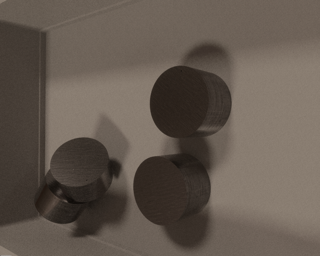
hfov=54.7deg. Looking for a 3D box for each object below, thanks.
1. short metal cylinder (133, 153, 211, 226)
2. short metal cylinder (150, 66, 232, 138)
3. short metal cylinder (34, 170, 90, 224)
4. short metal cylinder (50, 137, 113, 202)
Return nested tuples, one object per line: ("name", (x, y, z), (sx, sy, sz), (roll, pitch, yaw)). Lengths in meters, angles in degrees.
("short metal cylinder", (0.014, 0.072, 0.377), (0.080, 0.050, 0.079), (0, 90, 39))
("short metal cylinder", (0.035, -0.029, 0.360), (0.080, 0.050, 0.079), (0, 90, 39))
("short metal cylinder", (-0.150, 0.103, 0.492), (0.080, 0.081, 0.050), (51, 120, 27))
("short metal cylinder", (-0.112, 0.061, 0.452), (0.080, 0.081, 0.050), (48, 156, 29))
